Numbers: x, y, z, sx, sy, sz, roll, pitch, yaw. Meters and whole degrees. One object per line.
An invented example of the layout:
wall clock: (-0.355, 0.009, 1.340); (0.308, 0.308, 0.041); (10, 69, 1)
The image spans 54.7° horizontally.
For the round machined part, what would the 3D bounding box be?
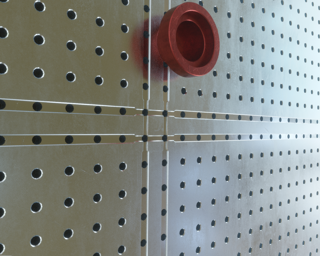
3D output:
round machined part: (0.035, -0.119, 0.430); (0.099, 0.042, 0.097); (0, 90, -40)
